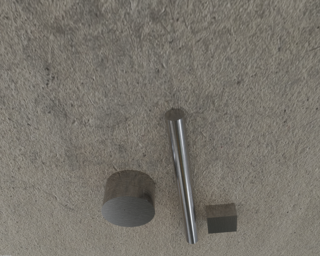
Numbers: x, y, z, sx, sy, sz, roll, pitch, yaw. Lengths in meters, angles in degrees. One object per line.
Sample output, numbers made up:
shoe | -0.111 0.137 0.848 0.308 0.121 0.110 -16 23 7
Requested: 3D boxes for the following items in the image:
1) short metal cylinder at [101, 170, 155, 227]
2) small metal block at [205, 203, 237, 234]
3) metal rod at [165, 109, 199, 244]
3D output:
short metal cylinder | -0.048 0.111 0.485 0.081 0.050 0.079 0 130 0
small metal block | 0.108 0.160 0.545 0.050 0.025 0.050 -6 130 5
metal rod | 0.040 0.095 0.488 0.025 0.025 0.298 -7 130 5
